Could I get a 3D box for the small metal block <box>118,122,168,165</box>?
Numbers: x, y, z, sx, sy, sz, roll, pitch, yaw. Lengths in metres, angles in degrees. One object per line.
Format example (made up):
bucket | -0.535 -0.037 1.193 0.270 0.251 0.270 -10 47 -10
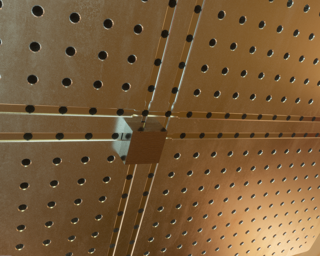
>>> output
small metal block | -0.023 0.020 0.413 0.050 0.025 0.050 1 118 -29
